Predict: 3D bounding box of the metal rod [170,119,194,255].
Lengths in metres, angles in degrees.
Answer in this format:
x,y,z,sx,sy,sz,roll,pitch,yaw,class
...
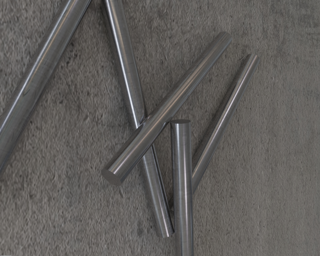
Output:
x,y,z,sx,sy,sz,roll,pitch,yaw,class
0.031,0.137,0.404,0.025,0.025,0.298,-14,107,-39,metal rod

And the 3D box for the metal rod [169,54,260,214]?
x,y,z,sx,sy,sz,roll,pitch,yaw,class
0.091,-0.002,0.480,0.025,0.025,0.300,46,63,-31,metal rod

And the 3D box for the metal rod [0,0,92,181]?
x,y,z,sx,sy,sz,roll,pitch,yaw,class
-0.117,-0.058,0.306,0.025,0.025,0.299,33,70,-35,metal rod

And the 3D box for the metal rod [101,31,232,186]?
x,y,z,sx,sy,sz,roll,pitch,yaw,class
0.026,-0.045,0.402,0.301,0.025,0.025,-52,121,-36,metal rod

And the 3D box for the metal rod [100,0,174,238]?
x,y,z,sx,sy,sz,roll,pitch,yaw,class
-0.025,-0.005,0.383,0.025,0.025,0.298,-21,103,-38,metal rod
